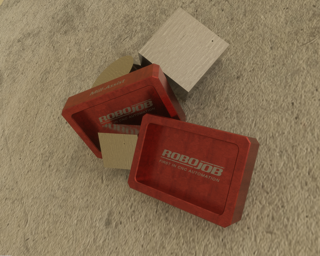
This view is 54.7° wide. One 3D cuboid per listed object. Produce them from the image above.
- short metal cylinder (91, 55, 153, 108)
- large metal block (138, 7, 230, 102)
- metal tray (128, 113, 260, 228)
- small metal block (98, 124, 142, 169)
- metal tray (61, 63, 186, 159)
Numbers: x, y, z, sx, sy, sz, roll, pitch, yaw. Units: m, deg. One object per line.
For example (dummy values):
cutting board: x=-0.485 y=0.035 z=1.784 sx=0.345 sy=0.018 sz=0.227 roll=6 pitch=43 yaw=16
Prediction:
short metal cylinder: x=-0.051 y=-0.055 z=0.434 sx=0.080 sy=0.050 sz=0.080 roll=-28 pitch=37 yaw=25
large metal block: x=0.030 y=-0.095 z=0.408 sx=0.080 sy=0.050 sz=0.080 roll=40 pitch=83 yaw=6
metal tray: x=0.031 y=0.040 z=0.338 sx=0.130 sy=0.030 sz=0.089 roll=15 pitch=93 yaw=34
small metal block: x=-0.045 y=0.024 z=0.388 sx=0.050 sy=0.050 sz=0.025 roll=3 pitch=27 yaw=15
metal tray: x=-0.043 y=-0.016 z=0.391 sx=0.130 sy=0.090 sz=0.030 roll=-19 pitch=36 yaw=17
